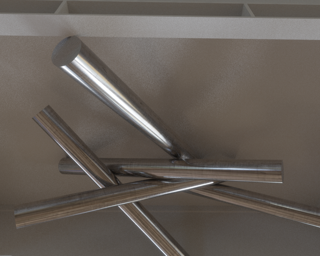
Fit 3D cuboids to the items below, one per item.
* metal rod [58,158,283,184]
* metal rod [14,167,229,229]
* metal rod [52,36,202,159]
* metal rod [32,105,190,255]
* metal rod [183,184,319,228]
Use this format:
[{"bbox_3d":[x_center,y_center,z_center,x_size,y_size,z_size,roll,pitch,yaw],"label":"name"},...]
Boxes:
[{"bbox_3d":[-0.006,0.051,0.391,0.300,0.025,0.025,-2,133,26],"label":"metal rod"},{"bbox_3d":[-0.017,0.078,0.393,0.303,0.025,0.025,-7,134,-23],"label":"metal rod"},{"bbox_3d":[-0.003,0.003,0.337,0.025,0.025,0.300,-21,150,17],"label":"metal rod"},{"bbox_3d":[-0.050,0.091,0.407,0.025,0.025,0.300,-32,108,24],"label":"metal rod"},{"bbox_3d":[0.130,0.100,0.424,0.301,0.025,0.025,11,133,19],"label":"metal rod"}]
